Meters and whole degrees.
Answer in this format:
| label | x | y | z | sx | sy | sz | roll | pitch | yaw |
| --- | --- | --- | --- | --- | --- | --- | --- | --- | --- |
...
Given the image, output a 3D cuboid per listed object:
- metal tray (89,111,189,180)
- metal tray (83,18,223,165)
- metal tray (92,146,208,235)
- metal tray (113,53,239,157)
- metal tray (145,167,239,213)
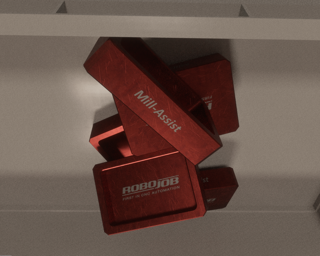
| label | x | y | z | sx | sy | sz | roll | pitch | yaw |
| --- | --- | --- | --- | --- | --- | --- | --- | --- | --- |
| metal tray | -0.024 | 0.033 | 0.433 | 0.090 | 0.030 | 0.130 | -22 | 127 | 17 |
| metal tray | -0.002 | -0.035 | 0.283 | 0.030 | 0.090 | 0.130 | -41 | 113 | 19 |
| metal tray | -0.013 | 0.077 | 0.393 | 0.130 | 0.090 | 0.030 | -15 | 170 | 11 |
| metal tray | 0.019 | -0.026 | 0.359 | 0.131 | 0.030 | 0.089 | -15 | 117 | 0 |
| metal tray | 0.041 | 0.099 | 0.463 | 0.131 | 0.030 | 0.090 | -6 | 146 | -8 |
